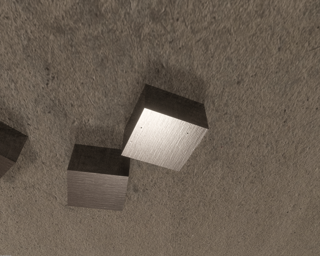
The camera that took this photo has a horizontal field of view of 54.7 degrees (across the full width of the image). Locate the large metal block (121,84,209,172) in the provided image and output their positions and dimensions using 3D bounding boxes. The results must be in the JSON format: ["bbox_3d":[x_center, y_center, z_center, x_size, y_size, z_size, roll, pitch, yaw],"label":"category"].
[{"bbox_3d":[0.004,0.002,0.392,0.081,0.050,0.079,18,128,-15],"label":"large metal block"}]

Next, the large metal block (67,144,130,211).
[{"bbox_3d":[-0.089,0.074,0.452,0.081,0.050,0.079,8,130,-7],"label":"large metal block"}]

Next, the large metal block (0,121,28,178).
[{"bbox_3d":[-0.240,0.029,0.412,0.080,0.050,0.080,36,121,-27],"label":"large metal block"}]
